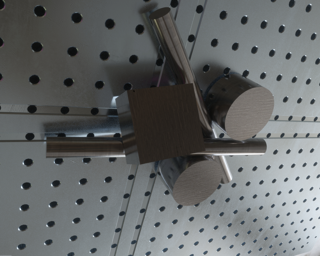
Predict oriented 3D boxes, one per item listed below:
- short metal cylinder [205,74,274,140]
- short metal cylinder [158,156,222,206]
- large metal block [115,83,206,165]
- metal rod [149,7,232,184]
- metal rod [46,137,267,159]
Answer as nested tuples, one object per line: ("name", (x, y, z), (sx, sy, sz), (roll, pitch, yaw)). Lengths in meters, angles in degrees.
("short metal cylinder", (0.110, -0.030, 0.433), (0.081, 0.050, 0.079), (-14, 124, -21))
("short metal cylinder", (0.043, 0.067, 0.456), (0.081, 0.050, 0.079), (-14, 124, -21))
("large metal block", (-0.001, -0.004, 0.364), (0.081, 0.050, 0.080), (-10, 88, -23))
("metal rod", (0.054, -0.020, 0.425), (0.025, 0.025, 0.299), (-33, 129, -7))
("metal rod", (0.011, 0.025, 0.407), (0.303, 0.025, 0.025), (1, 118, -22))
